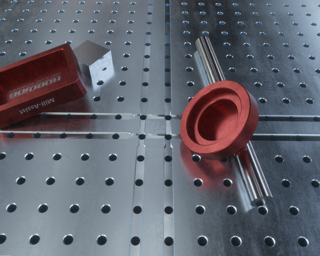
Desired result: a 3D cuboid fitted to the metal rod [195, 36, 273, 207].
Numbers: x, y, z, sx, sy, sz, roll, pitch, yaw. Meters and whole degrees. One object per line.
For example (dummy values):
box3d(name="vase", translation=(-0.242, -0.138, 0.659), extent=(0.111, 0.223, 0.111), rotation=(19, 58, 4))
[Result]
box3d(name="metal rod", translation=(0.093, -0.033, 0.436), extent=(0.025, 0.025, 0.300), rotation=(-6, 50, -5))

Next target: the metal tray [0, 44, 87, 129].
box3d(name="metal tray", translation=(-0.177, -0.062, 0.437), extent=(0.131, 0.030, 0.090), rotation=(-22, 53, -4))

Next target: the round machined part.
box3d(name="round machined part", translation=(0.076, -0.006, 0.381), extent=(0.098, 0.042, 0.098), rotation=(-25, 49, 33))

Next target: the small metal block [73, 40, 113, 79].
box3d(name="small metal block", translation=(-0.114, -0.112, 0.500), extent=(0.050, 0.025, 0.050), rotation=(28, 55, 21))
